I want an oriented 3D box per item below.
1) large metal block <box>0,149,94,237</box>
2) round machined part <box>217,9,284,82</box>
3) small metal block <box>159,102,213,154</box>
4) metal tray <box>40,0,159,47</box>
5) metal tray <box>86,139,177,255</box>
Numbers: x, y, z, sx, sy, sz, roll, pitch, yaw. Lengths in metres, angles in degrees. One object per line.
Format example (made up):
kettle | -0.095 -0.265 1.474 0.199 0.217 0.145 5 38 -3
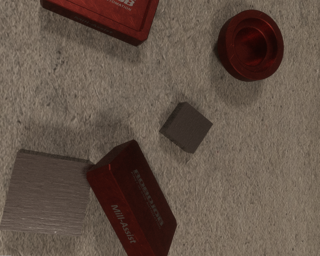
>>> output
large metal block | -0.125 0.071 0.350 0.081 0.050 0.080 13 86 -20
round machined part | 0.125 -0.115 0.448 0.099 0.042 0.097 0 90 -21
small metal block | 0.036 0.000 0.423 0.050 0.025 0.050 38 78 -16
metal tray | -0.068 -0.168 0.381 0.131 0.030 0.090 18 84 -20
metal tray | -0.027 0.088 0.365 0.030 0.090 0.129 -22 100 19
